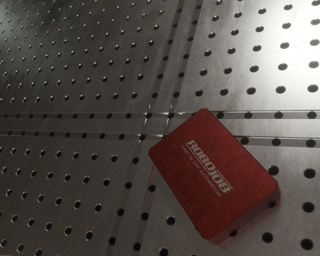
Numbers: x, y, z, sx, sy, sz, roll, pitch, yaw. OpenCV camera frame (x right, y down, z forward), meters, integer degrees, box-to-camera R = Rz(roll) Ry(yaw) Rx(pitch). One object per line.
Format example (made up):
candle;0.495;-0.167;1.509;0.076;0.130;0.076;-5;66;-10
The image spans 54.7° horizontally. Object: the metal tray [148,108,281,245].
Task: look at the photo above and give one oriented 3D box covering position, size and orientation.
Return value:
metal tray;0.055;0.048;0.346;0.090;0.030;0.130;-38;51;2
